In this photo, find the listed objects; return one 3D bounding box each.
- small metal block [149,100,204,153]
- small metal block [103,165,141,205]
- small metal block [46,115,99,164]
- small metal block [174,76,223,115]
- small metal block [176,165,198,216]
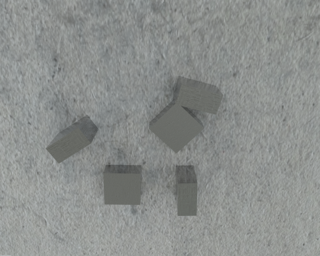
[{"bbox_3d":[0.021,-0.004,0.409,0.050,0.025,0.050,43,104,-15],"label":"small metal block"},{"bbox_3d":[-0.052,0.080,0.439,0.050,0.025,0.050,1,110,-1],"label":"small metal block"},{"bbox_3d":[-0.112,0.013,0.400,0.050,0.050,0.025,-31,107,10],"label":"small metal block"},{"bbox_3d":[0.045,-0.041,0.382,0.050,0.050,0.025,14,110,-6],"label":"small metal block"},{"bbox_3d":[0.036,0.086,0.429,0.025,0.050,0.050,-1,110,0],"label":"small metal block"}]
